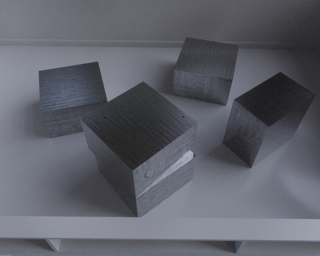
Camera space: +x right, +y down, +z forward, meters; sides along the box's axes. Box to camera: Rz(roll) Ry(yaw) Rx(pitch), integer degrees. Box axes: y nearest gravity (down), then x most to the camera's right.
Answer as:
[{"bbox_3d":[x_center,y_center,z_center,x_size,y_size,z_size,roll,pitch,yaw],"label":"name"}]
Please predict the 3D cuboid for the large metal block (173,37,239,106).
[{"bbox_3d":[0.068,-0.086,0.462,0.080,0.050,0.080,12,51,9],"label":"large metal block"}]

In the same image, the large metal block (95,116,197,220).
[{"bbox_3d":[-0.018,0.041,0.354,0.081,0.050,0.080,-32,57,-24],"label":"large metal block"}]

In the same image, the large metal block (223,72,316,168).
[{"bbox_3d":[0.130,-0.009,0.379,0.081,0.080,0.050,-30,57,-23],"label":"large metal block"}]

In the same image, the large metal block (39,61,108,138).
[{"bbox_3d":[-0.115,-0.040,0.421,0.081,0.050,0.080,-12,51,-10],"label":"large metal block"}]

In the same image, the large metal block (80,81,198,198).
[{"bbox_3d":[-0.021,0.009,0.316,0.080,0.050,0.080,-35,59,-26],"label":"large metal block"}]
